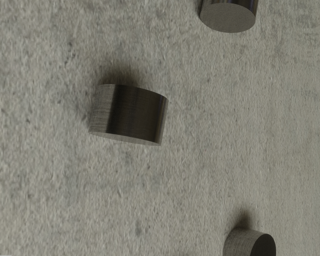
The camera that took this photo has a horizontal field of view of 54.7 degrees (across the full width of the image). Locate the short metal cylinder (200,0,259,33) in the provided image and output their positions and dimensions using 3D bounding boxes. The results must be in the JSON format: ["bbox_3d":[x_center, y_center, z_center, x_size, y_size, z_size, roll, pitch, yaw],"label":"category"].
[{"bbox_3d":[0.104,-0.184,0.458,0.080,0.080,0.050,20,77,-39],"label":"short metal cylinder"}]

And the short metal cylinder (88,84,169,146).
[{"bbox_3d":[-0.034,-0.012,0.342,0.081,0.080,0.050,16,80,-39],"label":"short metal cylinder"}]

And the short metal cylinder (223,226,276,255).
[{"bbox_3d":[0.150,0.211,0.518,0.081,0.050,0.079,0,90,-40],"label":"short metal cylinder"}]
